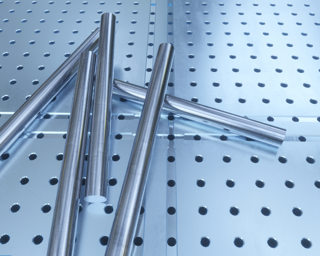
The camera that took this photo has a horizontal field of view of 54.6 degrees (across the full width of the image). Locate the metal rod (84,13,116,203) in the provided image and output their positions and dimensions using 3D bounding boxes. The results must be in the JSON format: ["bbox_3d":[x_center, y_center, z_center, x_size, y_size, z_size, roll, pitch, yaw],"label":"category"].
[{"bbox_3d":[-0.077,-0.049,0.421,0.025,0.025,0.300,-2,58,-1],"label":"metal rod"}]

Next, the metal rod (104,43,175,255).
[{"bbox_3d":[-0.017,0.007,0.379,0.025,0.025,0.300,8,57,6],"label":"metal rod"}]

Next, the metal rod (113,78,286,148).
[{"bbox_3d":[0.019,-0.032,0.434,0.301,0.025,0.025,18,52,14],"label":"metal rod"}]

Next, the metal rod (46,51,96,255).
[{"bbox_3d":[-0.101,0.018,0.374,0.025,0.025,0.300,-1,55,-1],"label":"metal rod"}]

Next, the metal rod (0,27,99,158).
[{"bbox_3d":[-0.160,-0.060,0.457,0.025,0.025,0.301,17,52,14],"label":"metal rod"}]
